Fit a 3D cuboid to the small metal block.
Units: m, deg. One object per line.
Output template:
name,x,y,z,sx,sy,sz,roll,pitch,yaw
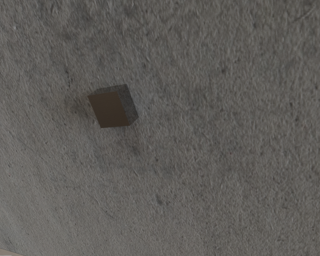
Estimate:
small metal block,-0.063,-0.029,0.423,0.050,0.025,0.050,-5,116,30
